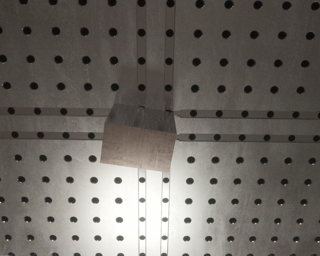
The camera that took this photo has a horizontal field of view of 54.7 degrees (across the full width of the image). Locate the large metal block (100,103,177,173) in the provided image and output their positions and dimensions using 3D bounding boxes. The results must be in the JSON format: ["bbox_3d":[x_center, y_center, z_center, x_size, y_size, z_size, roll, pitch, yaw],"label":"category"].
[{"bbox_3d":[-0.025,0.009,0.387,0.081,0.080,0.050,9,110,-4],"label":"large metal block"}]
